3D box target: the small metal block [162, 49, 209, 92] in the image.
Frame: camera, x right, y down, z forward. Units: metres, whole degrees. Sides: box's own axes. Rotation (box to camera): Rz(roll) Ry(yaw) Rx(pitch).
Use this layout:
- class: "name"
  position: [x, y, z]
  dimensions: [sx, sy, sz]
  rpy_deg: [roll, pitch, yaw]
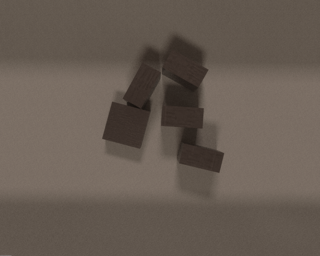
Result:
- class: "small metal block"
  position: [0.031, -0.072, 0.399]
  dimensions: [0.050, 0.050, 0.025]
  rpy_deg: [29, 90, -1]

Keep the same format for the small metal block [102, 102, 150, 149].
- class: "small metal block"
  position: [-0.044, -0.004, 0.411]
  dimensions: [0.050, 0.025, 0.050]
  rpy_deg: [15, 90, -1]

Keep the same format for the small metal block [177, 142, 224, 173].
- class: "small metal block"
  position: [0.050, 0.036, 0.400]
  dimensions: [0.050, 0.050, 0.025]
  rpy_deg: [14, 90, -1]

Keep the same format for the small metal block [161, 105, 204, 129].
- class: "small metal block"
  position: [0.027, -0.013, 0.399]
  dimensions: [0.050, 0.050, 0.025]
  rpy_deg: [4, 90, -1]

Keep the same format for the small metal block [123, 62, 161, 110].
- class: "small metal block"
  position: [-0.022, -0.051, 0.399]
  dimensions: [0.025, 0.050, 0.050]
  rpy_deg: [29, 90, 0]
